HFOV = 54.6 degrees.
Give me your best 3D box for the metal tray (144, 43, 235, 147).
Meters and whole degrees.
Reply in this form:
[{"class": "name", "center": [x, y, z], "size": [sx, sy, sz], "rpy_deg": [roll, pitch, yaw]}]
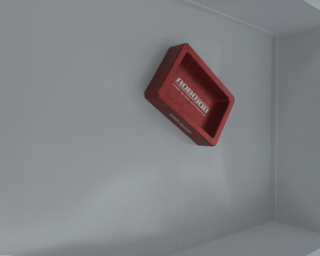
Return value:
[{"class": "metal tray", "center": [0.048, -0.043, 0.441], "size": [0.130, 0.030, 0.090], "rpy_deg": [40, 66, -33]}]
